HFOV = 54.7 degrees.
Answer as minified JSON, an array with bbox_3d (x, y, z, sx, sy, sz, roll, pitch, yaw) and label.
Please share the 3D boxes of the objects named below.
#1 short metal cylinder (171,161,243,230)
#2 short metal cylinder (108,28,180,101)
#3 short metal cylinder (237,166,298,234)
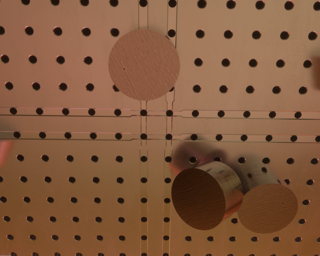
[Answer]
[{"bbox_3d":[0.062,0.088,0.411,0.080,0.050,0.079,6,99,38],"label":"short metal cylinder"},{"bbox_3d":[-0.018,-0.078,0.371,0.081,0.050,0.079,0,110,0],"label":"short metal cylinder"},{"bbox_3d":[0.144,0.100,0.438,0.081,0.050,0.079,0,110,0],"label":"short metal cylinder"}]
